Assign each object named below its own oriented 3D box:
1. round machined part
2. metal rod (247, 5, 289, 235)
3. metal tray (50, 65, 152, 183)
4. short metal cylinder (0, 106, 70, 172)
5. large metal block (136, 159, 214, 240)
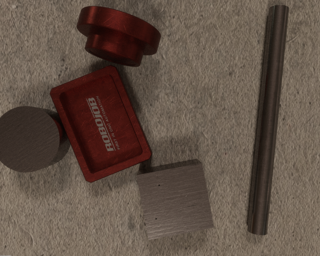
[{"bbox_3d":[-0.052,-0.104,0.373,0.099,0.098,0.042,15,90,-1],"label":"round machined part"},{"bbox_3d":[0.144,-0.010,0.411,0.025,0.025,0.298,6,90,-1],"label":"metal rod"},{"bbox_3d":[-0.075,-0.005,0.406,0.090,0.030,0.129,-22,90,-1],"label":"metal tray"},{"bbox_3d":[-0.161,0.013,0.395,0.081,0.050,0.079,0,90,-1],"label":"short metal cylinder"},{"bbox_3d":[0.018,0.088,0.398,0.080,0.050,0.080,-11,90,-1],"label":"large metal block"}]
